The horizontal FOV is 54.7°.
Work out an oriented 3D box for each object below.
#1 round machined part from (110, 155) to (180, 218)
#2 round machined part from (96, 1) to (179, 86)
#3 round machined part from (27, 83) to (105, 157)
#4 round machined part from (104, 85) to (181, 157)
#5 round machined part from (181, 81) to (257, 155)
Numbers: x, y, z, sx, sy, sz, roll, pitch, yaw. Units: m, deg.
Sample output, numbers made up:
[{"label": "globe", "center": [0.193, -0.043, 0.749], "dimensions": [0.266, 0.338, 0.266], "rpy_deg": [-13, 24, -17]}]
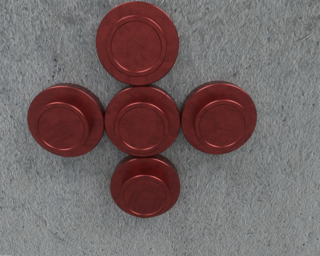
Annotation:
[{"label": "round machined part", "center": [-0.020, 0.086, 0.433], "dimensions": [0.099, 0.042, 0.097], "rpy_deg": [0, 110, -1]}, {"label": "round machined part", "center": [-0.027, -0.098, 0.366], "dimensions": [0.099, 0.042, 0.097], "rpy_deg": [0, 110, -1]}, {"label": "round machined part", "center": [-0.121, -0.006, 0.398], "dimensions": [0.099, 0.042, 0.097], "rpy_deg": [0, 110, -1]}, {"label": "round machined part", "center": [-0.023, -0.006, 0.400], "dimensions": [0.099, 0.042, 0.097], "rpy_deg": [0, 110, -1]}, {"label": "round machined part", "center": [0.076, -0.009, 0.400], "dimensions": [0.099, 0.042, 0.097], "rpy_deg": [0, 110, -1]}]
